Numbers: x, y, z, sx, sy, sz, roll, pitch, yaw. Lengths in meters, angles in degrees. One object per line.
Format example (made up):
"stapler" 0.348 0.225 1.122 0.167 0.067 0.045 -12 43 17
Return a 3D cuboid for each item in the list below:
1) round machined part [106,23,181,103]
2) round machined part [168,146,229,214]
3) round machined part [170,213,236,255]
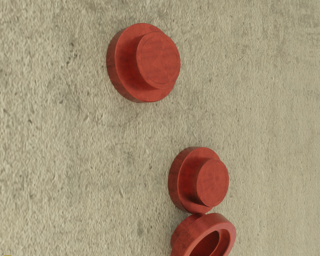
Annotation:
"round machined part" -0.013 -0.080 0.382 0.099 0.042 0.097 0 90 -40
"round machined part" 0.062 0.076 0.446 0.099 0.042 0.097 0 90 -40
"round machined part" 0.053 0.156 0.424 0.099 0.042 0.097 -17 123 -28
